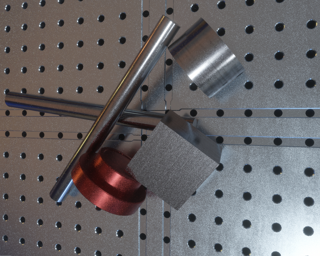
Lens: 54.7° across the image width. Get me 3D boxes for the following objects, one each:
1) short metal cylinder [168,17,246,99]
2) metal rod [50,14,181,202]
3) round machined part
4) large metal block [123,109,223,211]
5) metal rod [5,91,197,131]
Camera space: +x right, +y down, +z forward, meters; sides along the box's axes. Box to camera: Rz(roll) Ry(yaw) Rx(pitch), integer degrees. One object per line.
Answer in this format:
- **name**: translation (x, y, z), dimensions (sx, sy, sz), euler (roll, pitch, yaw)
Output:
- **short metal cylinder**: translation (0.054, -0.081, 0.364), dimensions (0.050, 0.080, 0.080), euler (-40, 78, 15)
- **metal rod**: translation (-0.069, -0.011, 0.408), dimensions (0.025, 0.025, 0.299), euler (42, 112, 15)
- **round machined part**: translation (-0.058, 0.061, 0.393), dimensions (0.098, 0.098, 0.042), euler (39, 103, 15)
- **large metal block**: translation (0.017, 0.038, 0.375), dimensions (0.080, 0.050, 0.080), euler (37, 113, 1)
- **metal rod**: translation (-0.097, -0.023, 0.445), dimensions (0.301, 0.025, 0.025), euler (9, 93, 19)
